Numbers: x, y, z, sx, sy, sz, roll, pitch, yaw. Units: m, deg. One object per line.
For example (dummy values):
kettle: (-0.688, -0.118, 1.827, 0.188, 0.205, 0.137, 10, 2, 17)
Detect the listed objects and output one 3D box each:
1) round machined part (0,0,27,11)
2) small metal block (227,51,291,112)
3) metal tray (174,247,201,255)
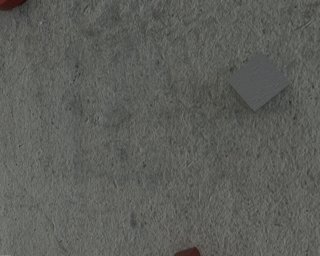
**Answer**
round machined part: (-0.238, -0.231, 0.482, 0.098, 0.042, 0.097, 0, 90, 19)
small metal block: (0.117, -0.054, 0.368, 0.050, 0.025, 0.050, -41, 78, 15)
metal tray: (0.045, 0.218, 0.358, 0.030, 0.090, 0.129, -26, 82, 18)
